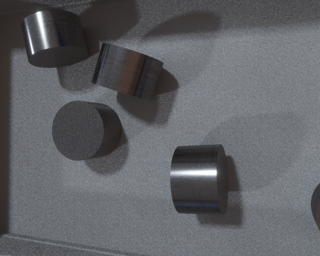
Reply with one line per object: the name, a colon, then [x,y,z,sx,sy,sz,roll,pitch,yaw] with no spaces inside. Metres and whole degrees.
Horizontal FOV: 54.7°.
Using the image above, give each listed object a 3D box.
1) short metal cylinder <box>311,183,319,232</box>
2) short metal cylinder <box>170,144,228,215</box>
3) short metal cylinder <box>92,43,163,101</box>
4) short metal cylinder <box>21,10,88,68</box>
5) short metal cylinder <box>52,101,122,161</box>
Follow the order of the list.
short metal cylinder: [0.205,0.089,0.324,0.080,0.050,0.080,0,90,20]
short metal cylinder: [0.049,0.060,0.364,0.050,0.080,0.080,-4,89,20]
short metal cylinder: [-0.041,-0.071,0.396,0.080,0.080,0.050,20,97,19]
short metal cylinder: [-0.146,-0.122,0.433,0.080,0.080,0.050,-15,85,19]
short metal cylinder: [-0.101,0.003,0.433,0.080,0.050,0.080,0,90,20]
